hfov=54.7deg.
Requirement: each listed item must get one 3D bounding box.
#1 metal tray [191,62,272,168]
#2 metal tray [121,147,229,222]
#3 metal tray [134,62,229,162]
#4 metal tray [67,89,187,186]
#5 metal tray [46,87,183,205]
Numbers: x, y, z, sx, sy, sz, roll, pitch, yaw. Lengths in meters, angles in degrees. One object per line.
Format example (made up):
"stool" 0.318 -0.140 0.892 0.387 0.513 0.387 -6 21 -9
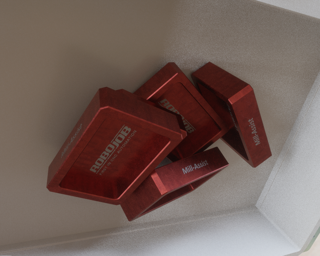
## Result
"metal tray" 0.096 -0.016 0.410 0.030 0.090 0.130 -35 130 -5
"metal tray" 0.021 0.072 0.410 0.131 0.030 0.090 -13 155 -44
"metal tray" 0.022 -0.011 0.403 0.090 0.030 0.130 -40 130 9
"metal tray" -0.043 0.023 0.366 0.091 0.030 0.129 23 124 -31
"metal tray" -0.050 0.027 0.325 0.091 0.030 0.129 21 125 -30
